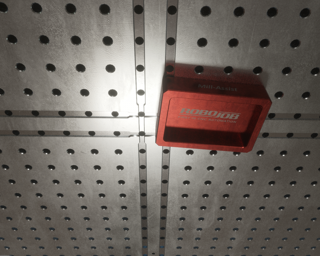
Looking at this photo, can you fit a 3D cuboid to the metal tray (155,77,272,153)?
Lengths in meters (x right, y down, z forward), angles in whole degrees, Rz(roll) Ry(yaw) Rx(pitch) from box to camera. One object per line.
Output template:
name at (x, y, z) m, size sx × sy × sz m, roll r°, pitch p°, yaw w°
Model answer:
metal tray at (0.063, -0.014, 0.397) m, size 0.131 × 0.030 × 0.089 m, roll 5°, pitch 130°, yaw -5°
